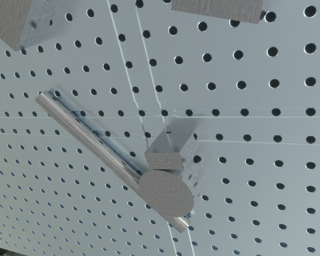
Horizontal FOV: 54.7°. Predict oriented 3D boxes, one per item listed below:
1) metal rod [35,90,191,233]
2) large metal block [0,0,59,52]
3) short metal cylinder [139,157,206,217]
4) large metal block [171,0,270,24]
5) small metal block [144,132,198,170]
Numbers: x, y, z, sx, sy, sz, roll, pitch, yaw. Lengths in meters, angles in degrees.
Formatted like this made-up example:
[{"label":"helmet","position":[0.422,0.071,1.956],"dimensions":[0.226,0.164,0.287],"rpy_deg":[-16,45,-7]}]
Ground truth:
[{"label":"metal rod","position":[-0.071,0.053,0.479],"dimensions":[0.300,0.025,0.025],"rpy_deg":[42,129,-2]},{"label":"large metal block","position":[-0.184,-0.159,0.391],"dimensions":[0.080,0.050,0.080],"rpy_deg":[42,129,-1]},{"label":"short metal cylinder","position":[0.018,0.077,0.432],"dimensions":[0.080,0.050,0.079],"rpy_deg":[13,124,20]},{"label":"large metal block","position":[0.060,-0.144,0.274],"dimensions":[0.080,0.050,0.079],"rpy_deg":[16,125,18]},{"label":"small metal block","position":[0.015,0.029,0.404],"dimensions":[0.050,0.050,0.025],"rpy_deg":[-3,117,29]}]
